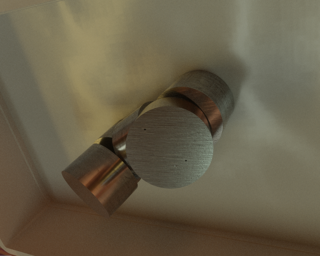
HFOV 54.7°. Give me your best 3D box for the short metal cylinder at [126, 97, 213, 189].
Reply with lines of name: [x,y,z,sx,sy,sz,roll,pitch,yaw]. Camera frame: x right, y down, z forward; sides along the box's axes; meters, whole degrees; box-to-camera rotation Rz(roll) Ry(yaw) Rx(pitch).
short metal cylinder: [0.011,0.013,0.307,0.080,0.050,0.079,1,105,5]

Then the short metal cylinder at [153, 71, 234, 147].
short metal cylinder: [0.039,-0.020,0.357,0.080,0.050,0.079,13,124,20]

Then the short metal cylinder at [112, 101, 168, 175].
short metal cylinder: [-0.011,0.014,0.384,0.050,0.080,0.080,-33,100,38]

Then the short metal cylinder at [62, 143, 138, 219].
short metal cylinder: [-0.075,0.066,0.385,0.080,0.050,0.080,32,150,22]

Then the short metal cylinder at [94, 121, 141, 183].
short metal cylinder: [-0.049,0.035,0.436,0.080,0.050,0.079,13,124,20]
